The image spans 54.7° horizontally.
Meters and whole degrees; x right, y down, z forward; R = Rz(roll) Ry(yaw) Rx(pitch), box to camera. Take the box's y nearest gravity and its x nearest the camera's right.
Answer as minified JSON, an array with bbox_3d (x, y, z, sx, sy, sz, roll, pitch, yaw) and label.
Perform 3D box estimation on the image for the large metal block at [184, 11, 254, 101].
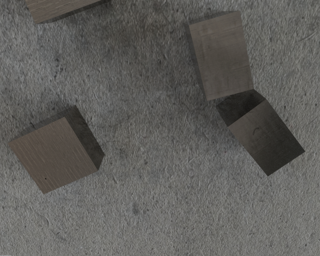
[{"bbox_3d":[0.063,-0.084,0.350,0.050,0.080,0.080,-15,110,5],"label":"large metal block"}]

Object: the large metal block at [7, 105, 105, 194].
[{"bbox_3d":[-0.131,0.028,0.405,0.080,0.050,0.080,-24,109,8],"label":"large metal block"}]

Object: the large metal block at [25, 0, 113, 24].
[{"bbox_3d":[-0.107,-0.166,0.334,0.080,0.050,0.080,-18,109,6],"label":"large metal block"}]

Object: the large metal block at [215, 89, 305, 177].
[{"bbox_3d":[0.119,-0.001,0.381,0.050,0.080,0.080,-38,106,13],"label":"large metal block"}]
